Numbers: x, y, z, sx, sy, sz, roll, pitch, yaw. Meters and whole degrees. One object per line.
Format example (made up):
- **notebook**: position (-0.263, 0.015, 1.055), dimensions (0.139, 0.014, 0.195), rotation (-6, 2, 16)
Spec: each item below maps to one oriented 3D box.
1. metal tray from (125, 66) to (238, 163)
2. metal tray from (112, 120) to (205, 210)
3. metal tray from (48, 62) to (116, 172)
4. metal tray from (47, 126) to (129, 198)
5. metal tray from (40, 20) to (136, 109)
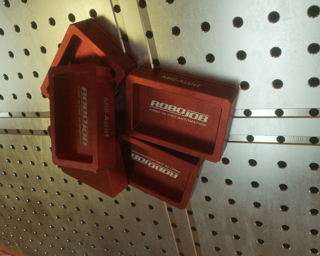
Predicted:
- **metal tray**: position (0.021, -0.017, 0.385), dimensions (0.130, 0.030, 0.089), rotation (17, 126, 18)
- **metal tray**: position (-0.009, 0.053, 0.445), dimensions (0.130, 0.030, 0.089), rotation (23, 128, 14)
- **metal tray**: position (-0.101, -0.015, 0.397), dimensions (0.090, 0.030, 0.129), rotation (2, 96, 35)
- **metal tray**: position (-0.111, 0.044, 0.472), dimensions (0.130, 0.030, 0.089), rotation (16, 127, 36)
- **metal tray**: position (-0.101, -0.066, 0.420), dimensions (0.090, 0.030, 0.129), rotation (43, 129, -1)
